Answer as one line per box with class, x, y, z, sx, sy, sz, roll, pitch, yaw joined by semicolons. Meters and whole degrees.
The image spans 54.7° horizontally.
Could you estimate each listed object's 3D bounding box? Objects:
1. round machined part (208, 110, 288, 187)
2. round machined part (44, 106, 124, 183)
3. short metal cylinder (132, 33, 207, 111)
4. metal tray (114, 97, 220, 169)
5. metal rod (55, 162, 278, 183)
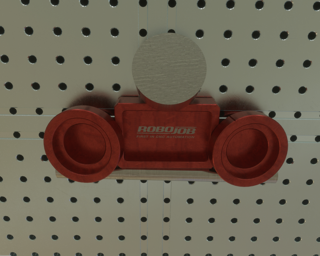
round machined part;0.110;0.024;0.405;0.099;0.042;0.097;-3;109;-8
round machined part;-0.094;0.018;0.401;0.099;0.042;0.097;2;108;7
short metal cylinder;0.010;-0.062;0.358;0.081;0.050;0.080;0;84;0
metal tray;0.008;0.007;0.408;0.131;0.030;0.089;1;111;-1
metal rod;0.010;0.061;0.432;0.302;0.025;0.025;2;110;-1
